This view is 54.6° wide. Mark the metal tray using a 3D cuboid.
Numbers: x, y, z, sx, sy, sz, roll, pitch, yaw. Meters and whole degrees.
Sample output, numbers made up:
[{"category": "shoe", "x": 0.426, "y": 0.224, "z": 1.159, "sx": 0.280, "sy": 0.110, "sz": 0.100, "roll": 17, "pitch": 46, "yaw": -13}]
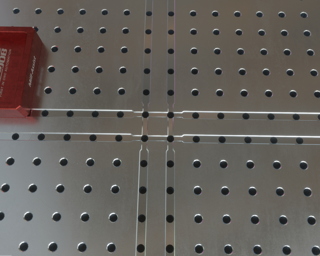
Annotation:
[{"category": "metal tray", "x": -0.225, "y": -0.081, "z": 0.437, "sx": 0.090, "sy": 0.030, "sz": 0.130, "roll": 1, "pitch": 70, "yaw": 0}]
